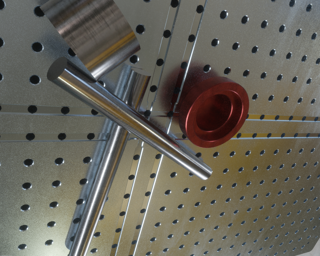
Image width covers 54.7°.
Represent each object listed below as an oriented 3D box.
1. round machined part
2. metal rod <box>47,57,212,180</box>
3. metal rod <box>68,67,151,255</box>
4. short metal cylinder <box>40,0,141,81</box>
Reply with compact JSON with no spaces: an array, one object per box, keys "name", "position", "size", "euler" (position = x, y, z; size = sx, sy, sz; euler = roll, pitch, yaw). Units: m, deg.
[{"name":"round machined part","position":[0.069,-0.025,0.422],"size":[0.099,0.042,0.097],"euler":[-14,124,-21]},{"name":"metal rod","position":[-0.010,0.009,0.383],"size":[0.025,0.025,0.301],"euler":[-47,138,5]},{"name":"metal rod","position":[-0.073,0.065,0.410],"size":[0.025,0.025,0.298],"euler":[8,114,-32]},{"name":"short metal cylinder","position":[-0.062,-0.090,0.286],"size":[0.050,0.080,0.080],"euler":[-38,129,-3]}]
